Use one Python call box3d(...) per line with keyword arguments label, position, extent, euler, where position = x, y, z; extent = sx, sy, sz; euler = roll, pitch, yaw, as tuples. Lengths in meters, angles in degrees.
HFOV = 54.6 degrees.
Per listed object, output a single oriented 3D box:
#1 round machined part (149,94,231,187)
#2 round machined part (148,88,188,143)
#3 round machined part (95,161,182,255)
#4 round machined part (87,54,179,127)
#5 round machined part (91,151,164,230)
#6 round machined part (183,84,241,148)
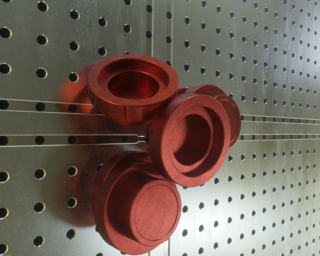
box3d(label="round machined part", position=(0.028, 0.011, 0.337), extent=(0.099, 0.042, 0.097), euler=(-8, 103, -36))
box3d(label="round machined part", position=(0.036, -0.003, 0.400), extent=(0.099, 0.042, 0.097), euler=(0, 90, -40))
box3d(label="round machined part", position=(-0.015, 0.085, 0.329), extent=(0.099, 0.042, 0.097), euler=(0, 90, -40))
box3d(label="round machined part", position=(-0.030, -0.039, 0.347), extent=(0.099, 0.098, 0.042), euler=(-34, 147, -35))
box3d(label="round machined part", position=(-0.024, 0.076, 0.350), extent=(0.099, 0.042, 0.097), euler=(0, 90, -40))
box3d(label="round machined part", position=(0.066, -0.007, 0.397), extent=(0.099, 0.042, 0.097), euler=(1, 89, -40))
